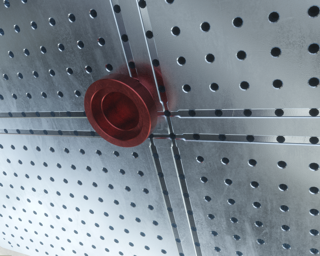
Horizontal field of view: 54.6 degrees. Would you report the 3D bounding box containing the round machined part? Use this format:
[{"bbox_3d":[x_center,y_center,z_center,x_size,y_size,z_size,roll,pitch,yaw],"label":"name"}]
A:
[{"bbox_3d":[-0.047,-0.026,0.410,0.098,0.042,0.097,13,124,21],"label":"round machined part"}]
